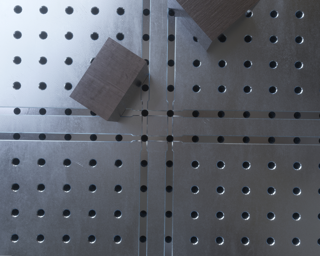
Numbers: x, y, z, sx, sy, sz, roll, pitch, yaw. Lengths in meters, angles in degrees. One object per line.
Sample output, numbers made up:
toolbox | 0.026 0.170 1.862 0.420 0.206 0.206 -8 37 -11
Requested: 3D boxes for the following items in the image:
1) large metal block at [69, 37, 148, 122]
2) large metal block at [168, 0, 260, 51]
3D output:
large metal block | -0.058 -0.055 0.385 0.050 0.080 0.080 33 90 0
large metal block | 0.067 -0.162 0.401 0.080 0.050 0.080 -41 90 0
